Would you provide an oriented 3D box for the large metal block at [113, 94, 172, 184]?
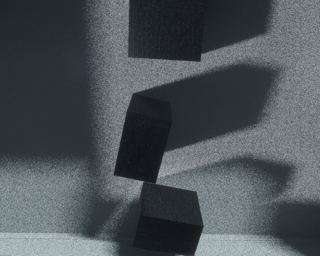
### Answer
[{"bbox_3d":[-0.020,0.010,0.385,0.050,0.080,0.079,12,110,-5],"label":"large metal block"}]

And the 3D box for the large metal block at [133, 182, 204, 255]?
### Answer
[{"bbox_3d":[0.010,0.123,0.427,0.081,0.080,0.050,12,110,-4],"label":"large metal block"}]

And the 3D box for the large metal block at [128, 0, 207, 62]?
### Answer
[{"bbox_3d":[0.007,-0.122,0.353,0.081,0.050,0.079,3,110,-2],"label":"large metal block"}]
